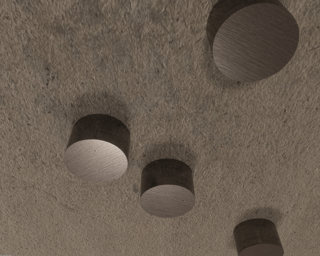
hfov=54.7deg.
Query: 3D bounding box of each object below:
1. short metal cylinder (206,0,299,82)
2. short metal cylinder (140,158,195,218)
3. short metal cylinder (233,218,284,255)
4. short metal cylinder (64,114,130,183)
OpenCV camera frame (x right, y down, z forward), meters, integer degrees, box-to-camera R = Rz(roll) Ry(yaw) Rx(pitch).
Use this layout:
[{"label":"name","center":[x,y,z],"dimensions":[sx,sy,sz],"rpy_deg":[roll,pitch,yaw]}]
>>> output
[{"label":"short metal cylinder","center":[0.090,-0.094,0.312],"dimensions":[0.081,0.050,0.079],"rpy_deg":[0,130,0]},{"label":"short metal cylinder","center":[0.011,0.092,0.469],"dimensions":[0.081,0.050,0.079],"rpy_deg":[0,130,0]},{"label":"short metal cylinder","center":[0.181,0.212,0.575],"dimensions":[0.081,0.050,0.079],"rpy_deg":[0,130,0]},{"label":"short metal cylinder","center":[-0.082,0.028,0.413],"dimensions":[0.081,0.050,0.079],"rpy_deg":[0,130,0]}]
